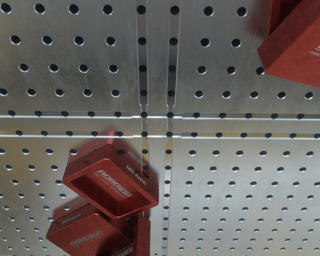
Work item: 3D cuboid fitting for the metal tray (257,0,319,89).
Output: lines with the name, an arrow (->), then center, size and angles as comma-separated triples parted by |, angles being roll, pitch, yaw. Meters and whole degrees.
metal tray -> 0.177, -0.081, 0.309 | 0.131, 0.030, 0.090 | 9, 144, -24

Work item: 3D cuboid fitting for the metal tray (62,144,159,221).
metal tray -> -0.073, 0.090, 0.484 | 0.090, 0.030, 0.130 | -27, 125, 21

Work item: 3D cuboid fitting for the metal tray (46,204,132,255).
metal tray -> -0.127, 0.188, 0.559 | 0.130, 0.030, 0.090 | -29, 118, 23

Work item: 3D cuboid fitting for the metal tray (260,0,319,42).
metal tray -> 0.146, -0.149, 0.282 | 0.090, 0.030, 0.129 | -6, 130, 4

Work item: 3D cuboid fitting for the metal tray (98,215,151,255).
metal tray -> -0.071, 0.225, 0.559 | 0.030, 0.090, 0.130 | 35, 122, -26
